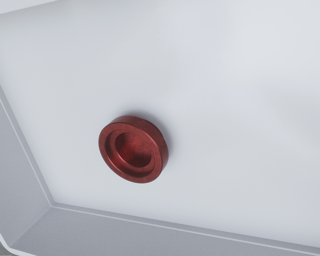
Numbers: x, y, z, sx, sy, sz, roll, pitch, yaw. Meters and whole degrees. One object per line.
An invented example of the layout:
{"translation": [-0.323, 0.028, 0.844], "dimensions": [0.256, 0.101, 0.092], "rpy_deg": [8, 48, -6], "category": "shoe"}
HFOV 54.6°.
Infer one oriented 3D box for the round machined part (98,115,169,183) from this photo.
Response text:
{"translation": [-0.033, 0.025, 0.431], "dimensions": [0.098, 0.042, 0.097], "rpy_deg": [13, 124, 21], "category": "round machined part"}
